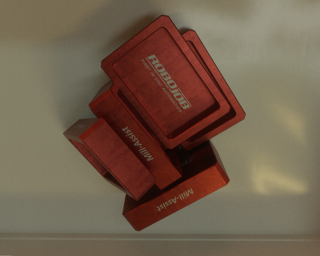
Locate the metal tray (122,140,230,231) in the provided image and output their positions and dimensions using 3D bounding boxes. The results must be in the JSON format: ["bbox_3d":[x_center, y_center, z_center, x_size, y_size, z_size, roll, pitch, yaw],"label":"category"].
[{"bbox_3d":[0.017,0.068,0.400,0.130,0.090,0.030,-31,108,10],"label":"metal tray"}]

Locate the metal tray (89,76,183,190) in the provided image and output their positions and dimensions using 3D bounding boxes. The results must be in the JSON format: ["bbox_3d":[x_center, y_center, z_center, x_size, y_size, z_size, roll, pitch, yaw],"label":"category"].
[{"bbox_3d":[-0.024,0.002,0.374,0.030,0.090,0.130,-35,107,12],"label":"metal tray"}]

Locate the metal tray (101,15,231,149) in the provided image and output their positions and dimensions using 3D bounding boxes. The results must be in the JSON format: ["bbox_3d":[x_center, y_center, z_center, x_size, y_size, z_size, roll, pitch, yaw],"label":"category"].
[{"bbox_3d":[0.008,-0.050,0.356,0.090,0.030,0.130,-35,106,12],"label":"metal tray"}]

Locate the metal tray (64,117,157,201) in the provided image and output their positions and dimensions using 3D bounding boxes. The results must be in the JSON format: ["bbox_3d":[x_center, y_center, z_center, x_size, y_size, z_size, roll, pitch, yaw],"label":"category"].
[{"bbox_3d":[-0.065,0.032,0.366,0.030,0.130,0.090,-44,107,-17],"label":"metal tray"}]

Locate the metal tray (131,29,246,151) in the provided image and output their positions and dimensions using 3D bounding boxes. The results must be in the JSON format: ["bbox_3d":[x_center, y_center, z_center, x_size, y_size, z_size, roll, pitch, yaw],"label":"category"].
[{"bbox_3d":[0.036,-0.046,0.392,0.090,0.030,0.130,-32,106,12],"label":"metal tray"}]
